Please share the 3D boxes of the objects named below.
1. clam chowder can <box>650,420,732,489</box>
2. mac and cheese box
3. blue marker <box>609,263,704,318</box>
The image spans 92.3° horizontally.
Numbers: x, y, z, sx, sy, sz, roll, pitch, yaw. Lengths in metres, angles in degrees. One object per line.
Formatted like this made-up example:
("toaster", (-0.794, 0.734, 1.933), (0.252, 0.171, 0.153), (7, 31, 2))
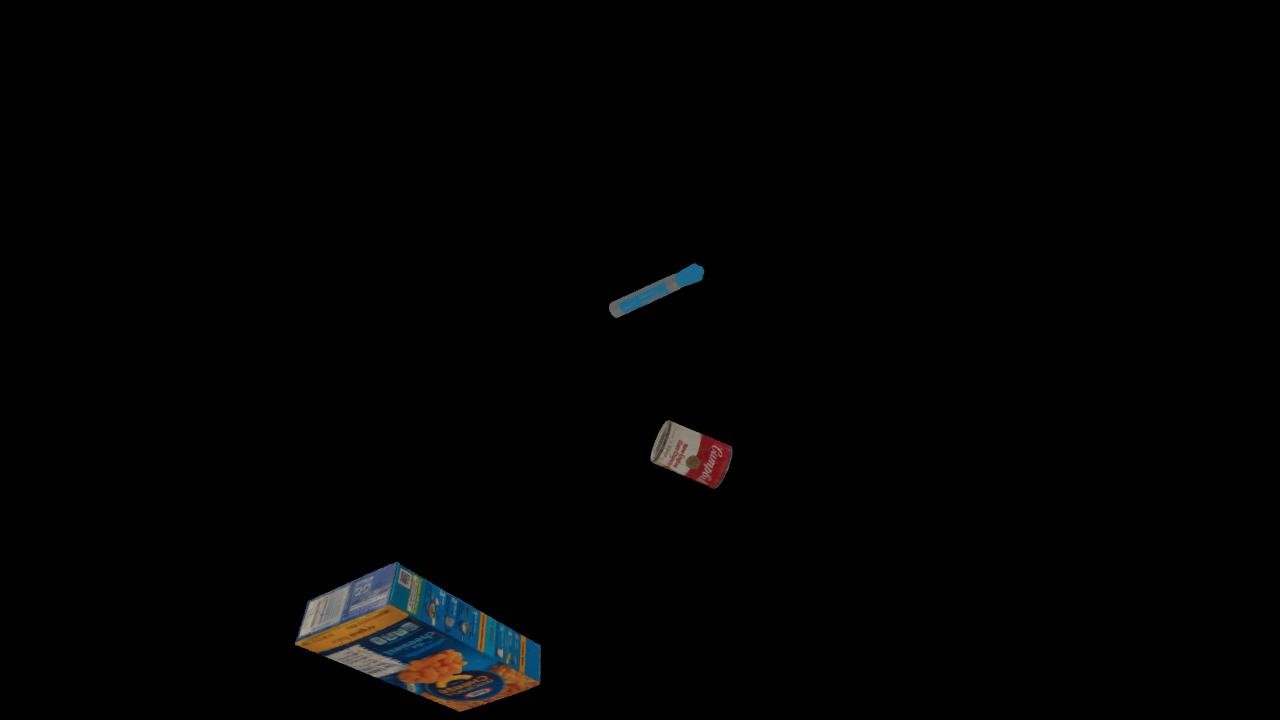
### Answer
("clam chowder can", (0.074, 0.136, 0.894), (0.102, 0.068, 0.068), (23, -2, -5))
("mac and cheese box", (-0.171, 0.233, 0.502), (0.093, 0.041, 0.184), (-27, -51, 14))
("blue marker", (0.017, -0.073, 0.649), (0.121, 0.020, 0.020), (-21, -13, 37))
